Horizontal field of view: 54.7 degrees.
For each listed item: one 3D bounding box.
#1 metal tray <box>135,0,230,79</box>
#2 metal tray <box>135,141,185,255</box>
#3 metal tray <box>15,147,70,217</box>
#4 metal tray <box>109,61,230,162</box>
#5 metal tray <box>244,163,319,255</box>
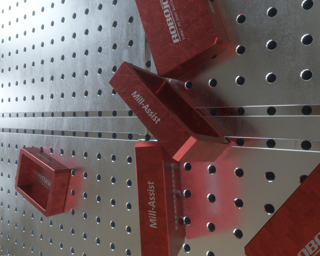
[{"bbox_3d":[0.022,-0.138,0.386,0.090,0.030,0.129,-26,74,36],"label":"metal tray"},{"bbox_3d":[0.003,0.080,0.360,0.030,0.090,0.129,-5,87,14],"label":"metal tray"},{"bbox_3d":[-0.227,0.099,0.589,0.130,0.030,0.089,21,103,37],"label":"metal tray"},{"bbox_3d":[0.011,-0.018,0.354,0.030,0.090,0.130,-51,60,19],"label":"metal tray"},{"bbox_3d":[0.151,0.102,0.281,0.090,0.030,0.129,45,116,30],"label":"metal tray"}]
